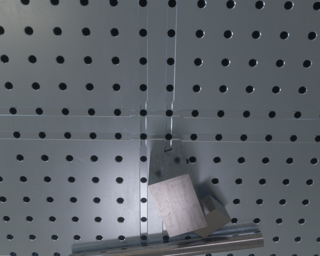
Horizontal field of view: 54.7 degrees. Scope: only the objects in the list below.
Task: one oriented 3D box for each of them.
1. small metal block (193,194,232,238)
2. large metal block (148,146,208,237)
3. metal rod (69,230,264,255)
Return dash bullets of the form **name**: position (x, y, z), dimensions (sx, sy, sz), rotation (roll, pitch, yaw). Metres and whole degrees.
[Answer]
- **small metal block**: position (0.068, 0.130, 0.453), dimensions (0.050, 0.025, 0.050), rotation (-37, 130, 12)
- **large metal block**: position (0.023, 0.082, 0.415), dimensions (0.050, 0.080, 0.080), rotation (-18, 109, 7)
- **metal rod**: position (0.007, 0.192, 0.484), dimensions (0.302, 0.025, 0.025), rotation (-8, 110, 2)
